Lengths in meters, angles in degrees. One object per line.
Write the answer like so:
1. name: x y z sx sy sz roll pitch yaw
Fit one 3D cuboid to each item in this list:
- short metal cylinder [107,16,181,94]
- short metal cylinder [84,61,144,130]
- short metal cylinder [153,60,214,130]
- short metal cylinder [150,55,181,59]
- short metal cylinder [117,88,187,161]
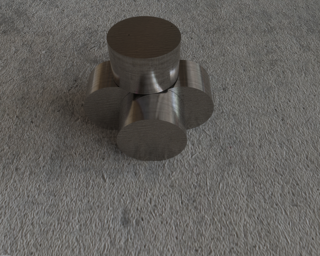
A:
1. short metal cylinder: -0.017 -0.084 0.355 0.081 0.050 0.080 0 50 0
2. short metal cylinder: -0.055 -0.041 0.403 0.081 0.080 0.050 -1 50 -1
3. short metal cylinder: 0.027 -0.041 0.404 0.081 0.080 0.050 0 50 -1
4. short metal cylinder: -0.009 -0.081 0.437 0.081 0.080 0.050 -1 50 -2
5. short metal cylinder: -0.009 -0.003 0.371 0.081 0.080 0.050 0 50 -1
